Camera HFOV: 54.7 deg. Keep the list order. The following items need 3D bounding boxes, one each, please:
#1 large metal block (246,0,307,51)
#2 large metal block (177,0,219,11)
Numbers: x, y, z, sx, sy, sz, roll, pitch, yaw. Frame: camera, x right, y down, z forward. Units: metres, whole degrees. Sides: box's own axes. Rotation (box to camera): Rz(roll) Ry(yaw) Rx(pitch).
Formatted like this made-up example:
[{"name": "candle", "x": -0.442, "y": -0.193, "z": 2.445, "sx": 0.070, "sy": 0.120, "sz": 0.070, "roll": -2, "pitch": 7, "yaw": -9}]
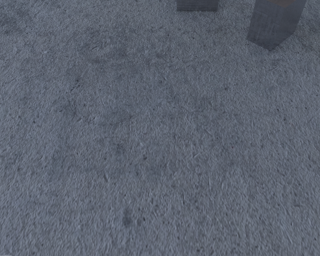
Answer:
[{"name": "large metal block", "x": 0.200, "y": -0.192, "z": 0.530, "sx": 0.050, "sy": 0.080, "sz": 0.080, "roll": 37, "pitch": 59, "yaw": 27}, {"name": "large metal block", "x": 0.073, "y": -0.276, "z": 0.600, "sx": 0.081, "sy": 0.080, "sz": 0.050, "roll": 0, "pitch": 50, "yaw": 0}]
